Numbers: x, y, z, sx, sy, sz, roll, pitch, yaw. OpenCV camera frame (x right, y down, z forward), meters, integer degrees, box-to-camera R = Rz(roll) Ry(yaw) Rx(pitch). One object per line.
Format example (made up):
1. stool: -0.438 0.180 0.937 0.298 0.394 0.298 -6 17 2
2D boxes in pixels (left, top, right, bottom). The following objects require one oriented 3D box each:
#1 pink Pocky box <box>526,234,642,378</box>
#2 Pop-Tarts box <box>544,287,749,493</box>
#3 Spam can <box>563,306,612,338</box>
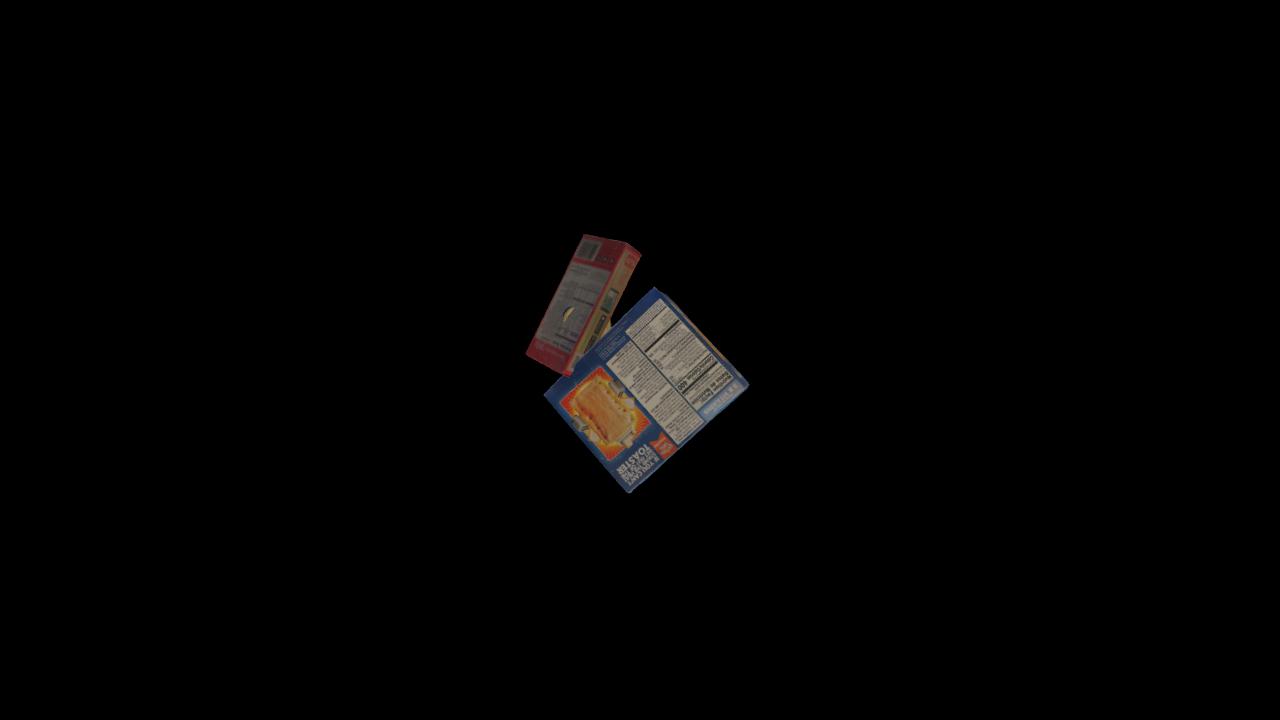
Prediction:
1. pink Pocky box: -0.064 -0.060 0.676 0.029 0.155 0.084 28 -4 -42
2. Pop-Tarts box: 0.009 0.032 0.664 0.167 0.141 0.083 -44 -9 11
3. Spam can: -0.062 -0.028 0.715 0.058 0.101 0.085 -10 20 -7
